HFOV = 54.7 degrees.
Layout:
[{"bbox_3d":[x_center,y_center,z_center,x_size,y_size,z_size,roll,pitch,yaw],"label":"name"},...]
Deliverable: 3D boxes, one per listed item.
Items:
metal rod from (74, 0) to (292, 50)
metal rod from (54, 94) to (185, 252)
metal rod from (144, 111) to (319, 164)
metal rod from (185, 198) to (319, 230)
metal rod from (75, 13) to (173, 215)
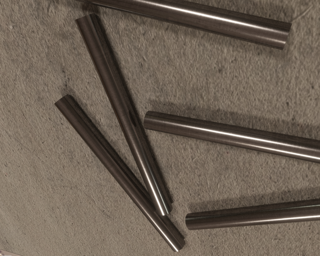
[{"bbox_3d":[-0.017,-0.133,0.332,0.301,0.025,0.025,19,126,16],"label":"metal rod"},{"bbox_3d":[-0.057,0.075,0.481,0.025,0.025,0.299,-29,103,37],"label":"metal rod"},{"bbox_3d":[0.122,0.016,0.352,0.301,0.025,0.025,11,123,21],"label":"metal rod"},{"bbox_3d":[0.163,0.104,0.384,0.300,0.025,0.025,-18,109,34],"label":"metal rod"},{"bbox_3d":[-0.041,-0.003,0.424,0.025,0.025,0.298,-7,115,31],"label":"metal rod"}]
